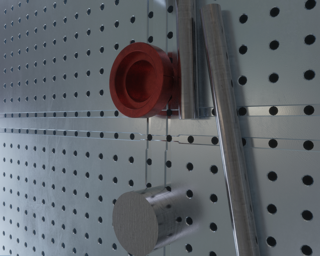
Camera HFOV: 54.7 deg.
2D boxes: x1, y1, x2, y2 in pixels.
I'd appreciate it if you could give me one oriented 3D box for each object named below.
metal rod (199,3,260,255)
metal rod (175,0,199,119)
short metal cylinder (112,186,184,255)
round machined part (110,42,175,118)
[{"bbox_3d":[0.078,0.008,0.345,0.025,0.025,0.298,-12,82,39],"label":"metal rod"},{"bbox_3d":[0.032,-0.160,0.383,0.025,0.025,0.298,-3,88,40],"label":"metal rod"},{"bbox_3d":[-0.017,0.120,0.407,0.080,0.050,0.080,0,90,40],"label":"short metal cylinder"},{"bbox_3d":[-0.019,-0.062,0.415,0.098,0.042,0.097,0,90,40],"label":"round machined part"}]
